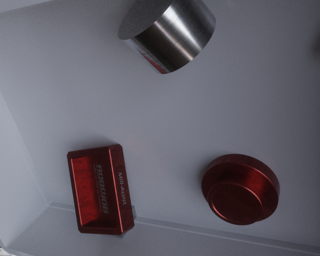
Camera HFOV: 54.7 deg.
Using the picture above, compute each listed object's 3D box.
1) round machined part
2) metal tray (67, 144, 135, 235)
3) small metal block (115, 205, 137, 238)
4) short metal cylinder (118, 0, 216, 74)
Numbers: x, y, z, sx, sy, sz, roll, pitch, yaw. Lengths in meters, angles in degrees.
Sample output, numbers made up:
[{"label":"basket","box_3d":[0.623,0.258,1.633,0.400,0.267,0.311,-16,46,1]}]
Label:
[{"label":"round machined part","box_3d":[0.100,0.085,0.397,0.098,0.042,0.097,13,124,20]},{"label":"metal tray","box_3d":[-0.093,0.094,0.477,0.090,0.030,0.129,-10,89,32]},{"label":"small metal block","box_3d":[-0.075,0.153,0.525,0.050,0.050,0.025,6,121,25]},{"label":"short metal cylinder","box_3d":[0.006,-0.099,0.299,0.080,0.080,0.050,-22,134,36]}]
